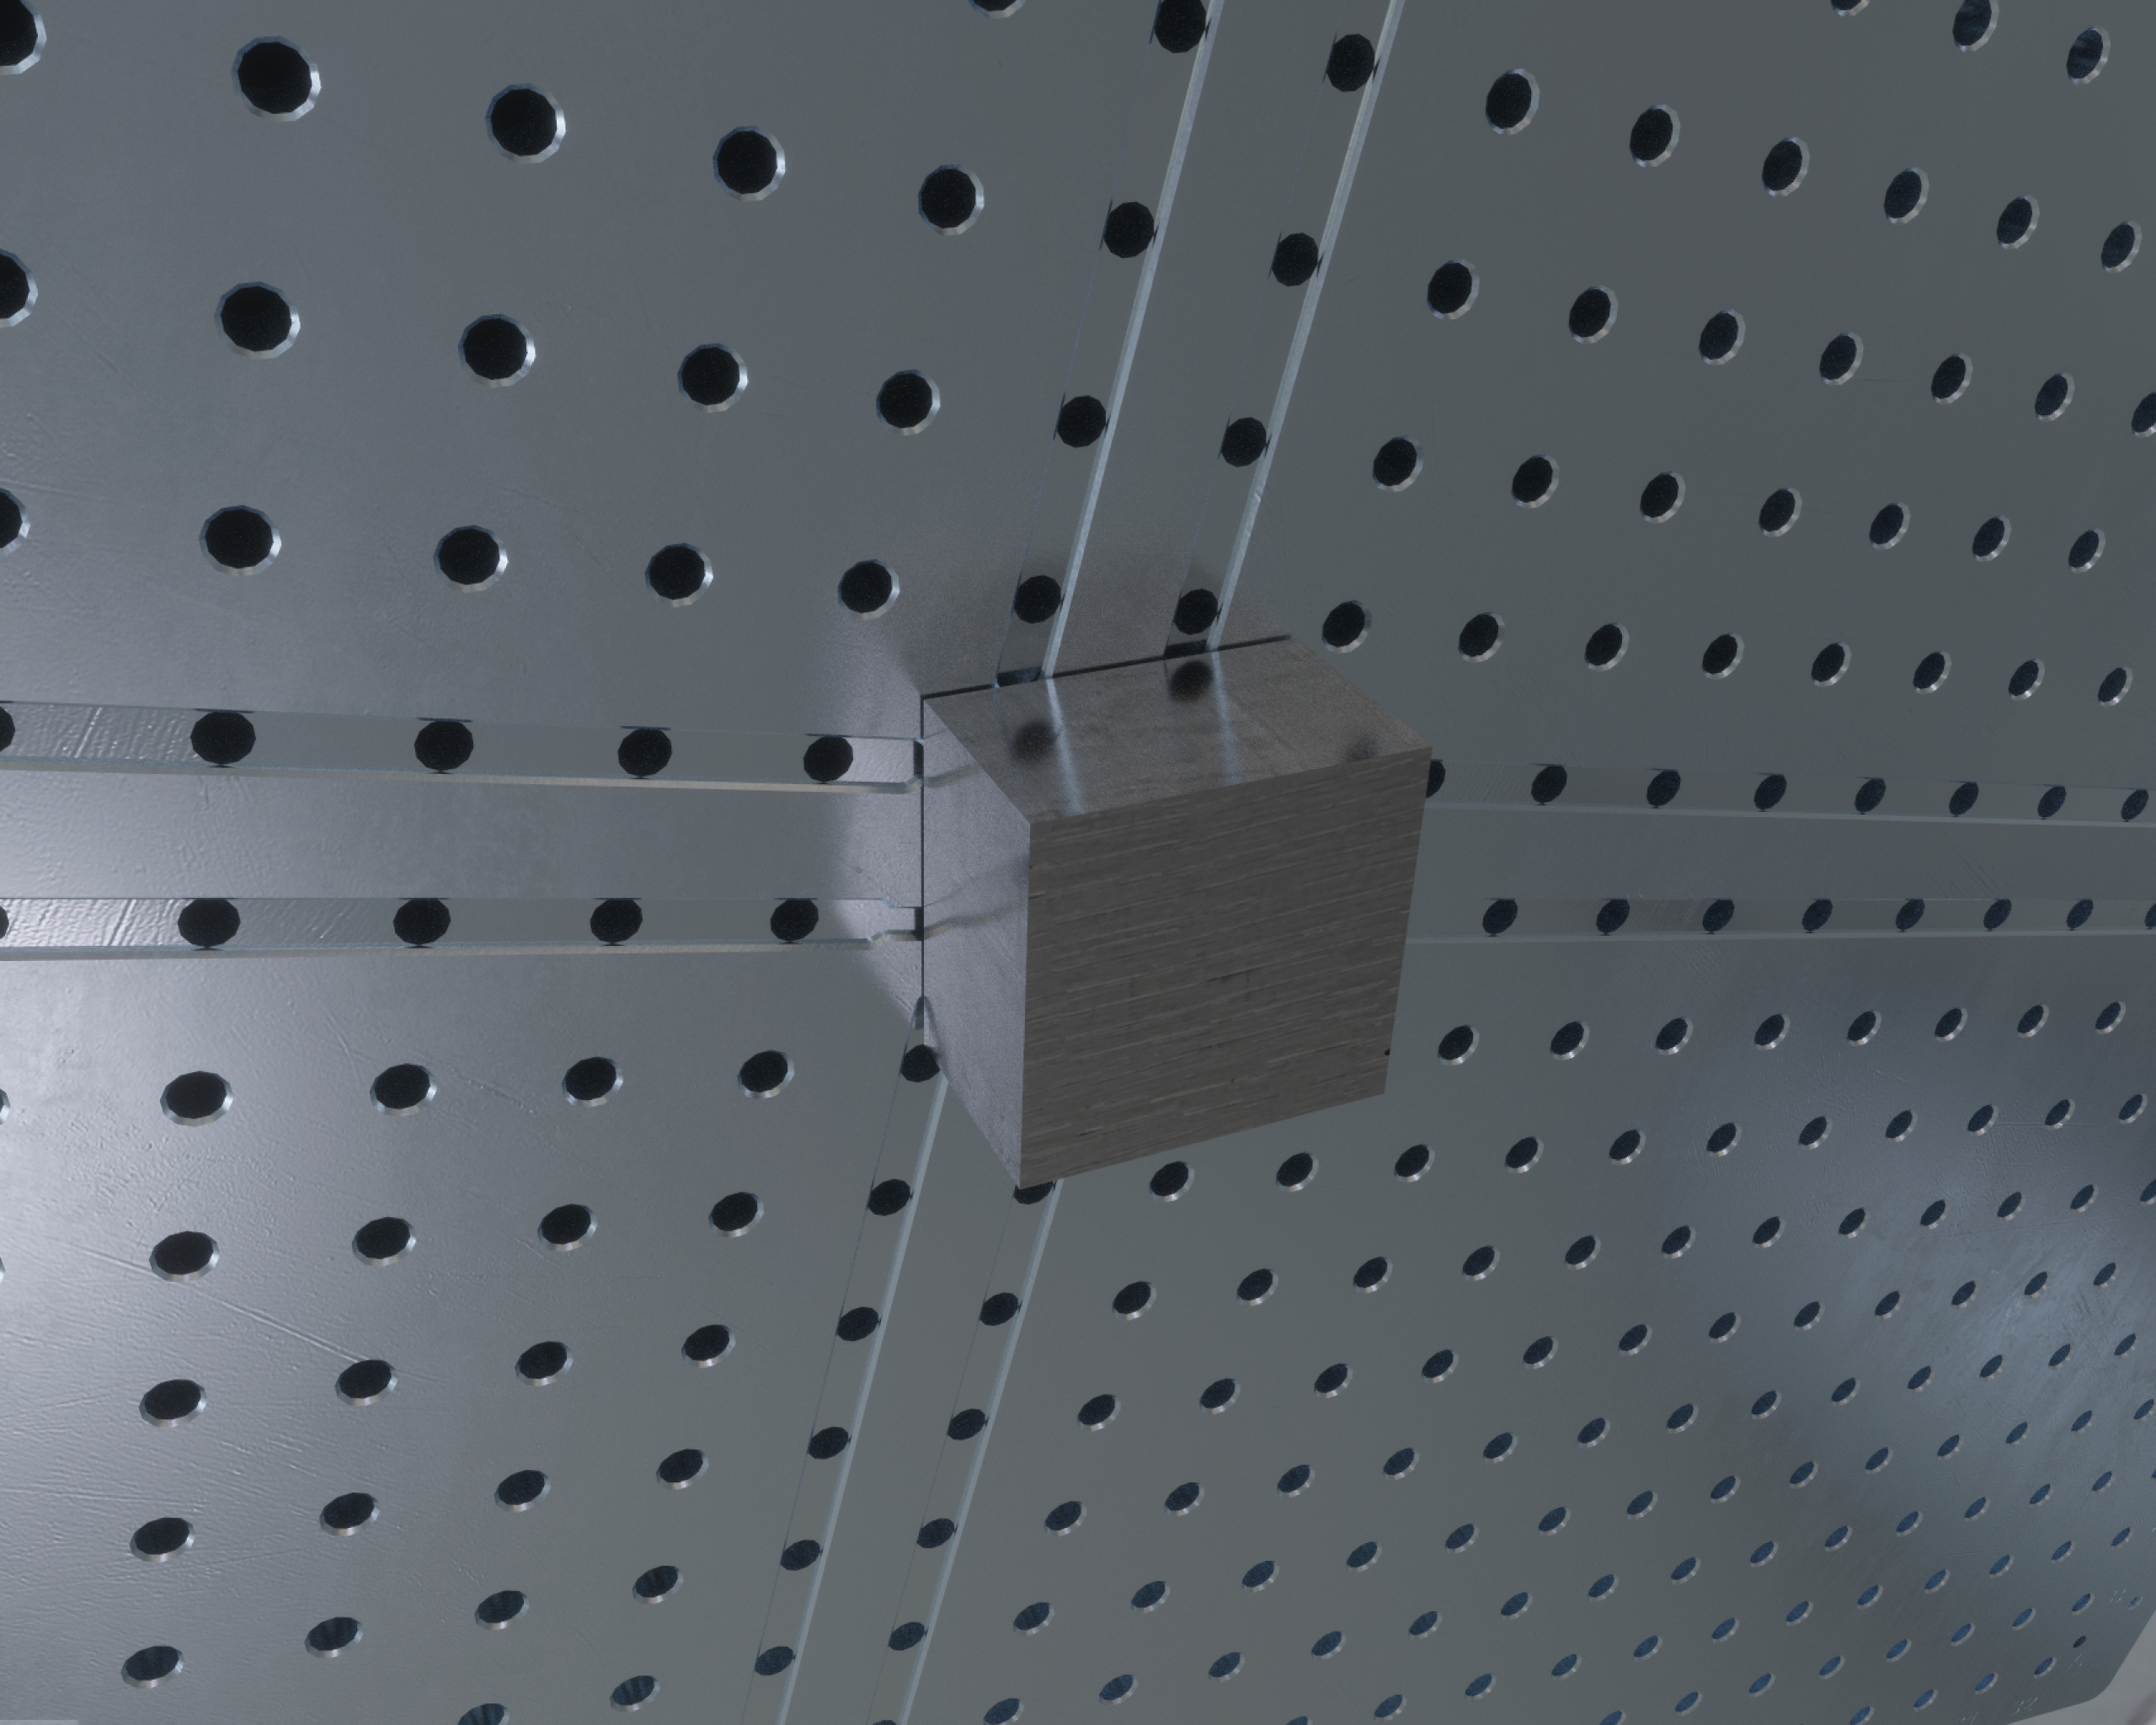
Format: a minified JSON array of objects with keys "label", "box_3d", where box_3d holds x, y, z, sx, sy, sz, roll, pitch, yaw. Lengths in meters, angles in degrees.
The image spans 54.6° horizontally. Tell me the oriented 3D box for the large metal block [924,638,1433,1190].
[{"label":"large metal block","box_3d":[0.017,0.008,0.407,0.081,0.050,0.079,-12,124,-22]}]
